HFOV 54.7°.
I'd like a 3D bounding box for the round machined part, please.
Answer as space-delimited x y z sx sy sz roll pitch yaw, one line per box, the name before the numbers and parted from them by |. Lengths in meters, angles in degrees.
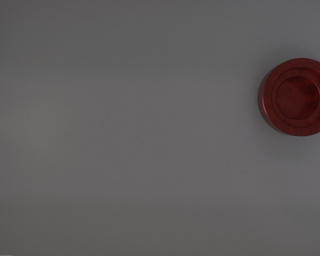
round machined part | 0.176 -0.039 0.404 0.099 0.042 0.097 0 90 0
